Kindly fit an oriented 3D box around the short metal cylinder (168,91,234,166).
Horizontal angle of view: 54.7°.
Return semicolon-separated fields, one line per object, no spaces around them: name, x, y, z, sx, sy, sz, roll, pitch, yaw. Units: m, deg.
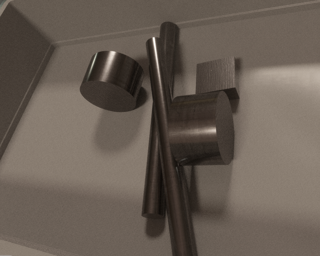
short metal cylinder;0.048;0.001;0.343;0.050;0.080;0.080;-5;60;25

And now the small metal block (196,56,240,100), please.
small metal block;0.075;-0.062;0.403;0.050;0.025;0.050;-8;58;23

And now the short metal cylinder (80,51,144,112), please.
short metal cylinder;-0.067;-0.064;0.444;0.080;0.080;0.050;-1;62;27

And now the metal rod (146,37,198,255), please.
metal rod;0.010;0.013;0.369;0.025;0.025;0.299;-17;62;18

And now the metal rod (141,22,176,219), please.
metal rod;0.002;-0.031;0.421;0.025;0.025;0.299;-9;58;23
